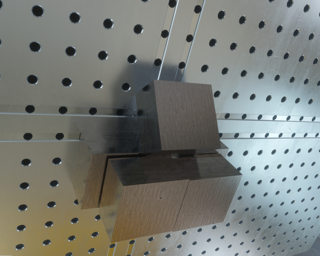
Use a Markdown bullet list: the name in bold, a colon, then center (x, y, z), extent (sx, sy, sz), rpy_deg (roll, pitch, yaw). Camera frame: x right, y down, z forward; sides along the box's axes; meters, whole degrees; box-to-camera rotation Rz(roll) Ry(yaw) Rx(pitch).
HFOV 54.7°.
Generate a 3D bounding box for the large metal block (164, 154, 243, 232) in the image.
- **large metal block**: center (0.050, 0.083, 0.408), extent (0.081, 0.050, 0.079), rpy_deg (0, 119, -29)

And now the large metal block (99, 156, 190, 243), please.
- **large metal block**: center (-0.021, 0.081, 0.367), extent (0.081, 0.050, 0.079), rpy_deg (0, 119, -29)

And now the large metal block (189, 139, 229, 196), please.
- **large metal block**: center (0.043, 0.053, 0.452), extent (0.081, 0.050, 0.079), rpy_deg (-1, 119, -28)

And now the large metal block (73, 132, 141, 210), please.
- **large metal block**: center (-0.061, 0.052, 0.396), extent (0.081, 0.050, 0.079), rpy_deg (1, 118, -30)

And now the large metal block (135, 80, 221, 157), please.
- **large metal block**: center (0.021, -0.009, 0.376), extent (0.081, 0.050, 0.080), rpy_deg (0, 76, -29)
